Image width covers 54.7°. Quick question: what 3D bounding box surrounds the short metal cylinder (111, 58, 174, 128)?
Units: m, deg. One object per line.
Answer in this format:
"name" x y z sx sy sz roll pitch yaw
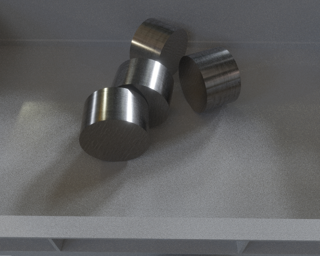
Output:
"short metal cylinder" -0.024 -0.044 0.406 0.080 0.080 0.050 6 51 5

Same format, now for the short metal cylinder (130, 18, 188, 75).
"short metal cylinder" -0.001 -0.119 0.469 0.050 0.080 0.080 29 56 22

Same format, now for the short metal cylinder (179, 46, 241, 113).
"short metal cylinder" 0.066 -0.066 0.425 0.050 0.080 0.080 -19 53 -15

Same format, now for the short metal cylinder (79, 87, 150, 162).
"short metal cylinder" -0.053 -0.003 0.371 0.081 0.080 0.050 -3 50 -2
